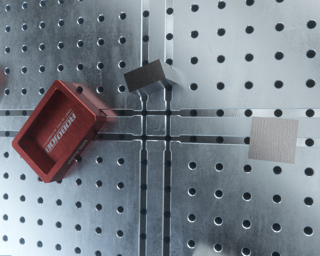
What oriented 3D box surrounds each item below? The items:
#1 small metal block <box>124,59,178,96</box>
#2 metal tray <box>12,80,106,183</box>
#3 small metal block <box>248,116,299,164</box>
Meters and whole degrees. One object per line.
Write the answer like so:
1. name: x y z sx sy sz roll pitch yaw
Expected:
1. small metal block: -0.011 -0.064 0.402 0.050 0.050 0.025 -20 84 18
2. metal tray: -0.152 0.005 0.461 0.090 0.030 0.130 43 103 14
3. small metal block: 0.133 0.013 0.366 0.050 0.025 0.050 5 92 19
